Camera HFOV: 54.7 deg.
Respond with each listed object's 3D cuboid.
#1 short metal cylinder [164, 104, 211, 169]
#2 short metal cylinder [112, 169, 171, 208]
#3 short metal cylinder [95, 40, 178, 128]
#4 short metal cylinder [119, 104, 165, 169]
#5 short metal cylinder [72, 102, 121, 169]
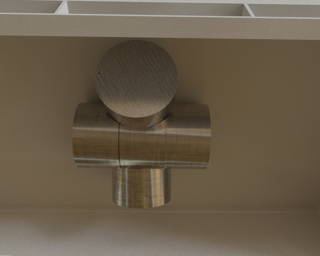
[{"bbox_3d":[0.031,0.010,0.380,0.050,0.080,0.079,1,130,-1],"label":"short metal cylinder"},{"bbox_3d":[-0.025,0.071,0.421,0.081,0.080,0.050,0,96,0],"label":"short metal cylinder"},{"bbox_3d":[-0.023,-0.044,0.324,0.081,0.080,0.050,1,168,-1],"label":"short metal cylinder"},{"bbox_3d":[-0.020,0.010,0.379,0.050,0.080,0.079,1,130,-1],"label":"short metal cylinder"},{"bbox_3d":[-0.071,0.009,0.378,0.050,0.080,0.079,1,130,-1],"label":"short metal cylinder"}]
